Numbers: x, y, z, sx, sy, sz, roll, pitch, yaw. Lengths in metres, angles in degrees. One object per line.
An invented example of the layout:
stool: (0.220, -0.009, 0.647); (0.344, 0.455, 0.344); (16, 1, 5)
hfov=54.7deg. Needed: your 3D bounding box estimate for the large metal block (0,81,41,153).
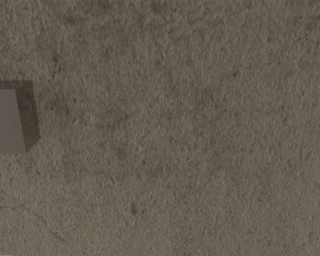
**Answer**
large metal block: (-0.205, -0.015, 0.388); (0.081, 0.050, 0.079); (-1, 110, 0)
